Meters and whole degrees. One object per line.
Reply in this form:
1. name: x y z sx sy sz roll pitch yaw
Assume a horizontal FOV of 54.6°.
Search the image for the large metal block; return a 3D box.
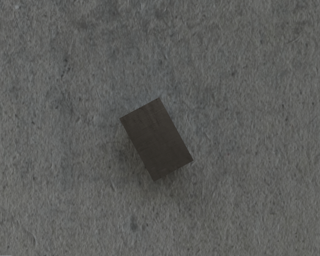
1. large metal block: -0.004 0.013 0.382 0.050 0.080 0.080 -28 90 0
